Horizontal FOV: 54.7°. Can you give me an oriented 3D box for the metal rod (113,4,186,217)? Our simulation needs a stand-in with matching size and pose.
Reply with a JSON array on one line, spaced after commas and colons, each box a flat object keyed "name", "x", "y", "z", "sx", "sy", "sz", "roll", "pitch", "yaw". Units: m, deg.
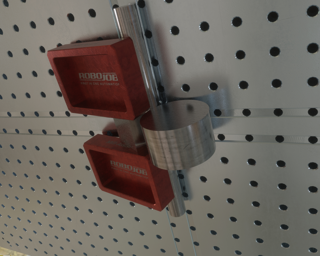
[{"name": "metal rod", "x": -0.007, "y": -0.004, "z": 0.407, "sx": 0.025, "sy": 0.025, "sz": 0.298, "roll": 0, "pitch": 119, "yaw": 28}]

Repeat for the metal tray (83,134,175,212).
[{"name": "metal tray", "x": -0.047, "y": 0.061, "z": 0.448, "sx": 0.130, "sy": 0.030, "sz": 0.089, "roll": 8, "pitch": 123, "yaw": 38}]

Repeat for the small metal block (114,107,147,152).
[{"name": "small metal block", "x": -0.037, "y": -0.002, "z": 0.411, "sx": 0.050, "sy": 0.025, "sz": 0.050, "roll": 26, "pitch": 136, "yaw": 53}]

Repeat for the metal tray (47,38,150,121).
[{"name": "metal tray", "x": -0.080, "y": -0.061, "z": 0.390, "sx": 0.130, "sy": 0.030, "sz": 0.089, "roll": 8, "pitch": 123, "yaw": 39}]

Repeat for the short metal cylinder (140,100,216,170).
[{"name": "short metal cylinder", "x": 0.022, "y": 0.006, "z": 0.363, "sx": 0.080, "sy": 0.080, "sz": 0.050, "roll": 0, "pitch": 119, "yaw": 28}]
